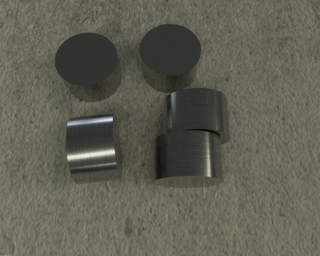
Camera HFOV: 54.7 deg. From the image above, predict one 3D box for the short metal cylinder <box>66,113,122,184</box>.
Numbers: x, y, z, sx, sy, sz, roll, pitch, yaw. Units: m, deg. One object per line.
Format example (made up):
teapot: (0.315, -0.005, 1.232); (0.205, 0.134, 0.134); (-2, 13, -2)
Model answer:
short metal cylinder: (-0.075, 0.024, 0.369); (0.050, 0.080, 0.080); (-6, 70, -3)

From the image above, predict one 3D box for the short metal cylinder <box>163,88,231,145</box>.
short metal cylinder: (0.044, -0.009, 0.383); (0.081, 0.080, 0.050); (0, 70, -1)

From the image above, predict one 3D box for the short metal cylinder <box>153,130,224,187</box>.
short metal cylinder: (0.033, 0.039, 0.365); (0.081, 0.080, 0.050); (0, 70, -1)

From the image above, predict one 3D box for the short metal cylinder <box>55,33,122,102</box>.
short metal cylinder: (-0.095, -0.082, 0.424); (0.081, 0.050, 0.080); (0, 70, 0)

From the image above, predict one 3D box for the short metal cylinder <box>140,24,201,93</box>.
short metal cylinder: (0.014, -0.095, 0.430); (0.081, 0.050, 0.080); (0, 70, 0)
